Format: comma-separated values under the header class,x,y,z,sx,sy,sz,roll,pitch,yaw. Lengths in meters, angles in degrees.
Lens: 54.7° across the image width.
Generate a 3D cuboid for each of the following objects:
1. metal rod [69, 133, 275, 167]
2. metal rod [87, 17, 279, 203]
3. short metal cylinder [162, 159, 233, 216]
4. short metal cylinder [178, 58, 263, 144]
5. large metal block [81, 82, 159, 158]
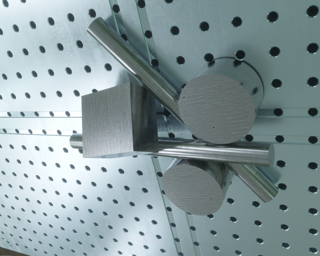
class,x,y,z,sx,sy,sz,roll,pitch,yaw
metal rod,-0.009,0.024,0.404,0.300,0.025,0.025,2,120,34
metal rod,0.030,-0.020,0.379,0.300,0.025,0.025,44,129,-3
short metal cylinder,0.050,0.067,0.405,0.080,0.050,0.079,13,124,21
short metal cylinder,0.067,-0.030,0.337,0.080,0.050,0.079,13,124,21
large metal block,-0.051,-0.005,0.391,0.080,0.050,0.080,-10,79,33
